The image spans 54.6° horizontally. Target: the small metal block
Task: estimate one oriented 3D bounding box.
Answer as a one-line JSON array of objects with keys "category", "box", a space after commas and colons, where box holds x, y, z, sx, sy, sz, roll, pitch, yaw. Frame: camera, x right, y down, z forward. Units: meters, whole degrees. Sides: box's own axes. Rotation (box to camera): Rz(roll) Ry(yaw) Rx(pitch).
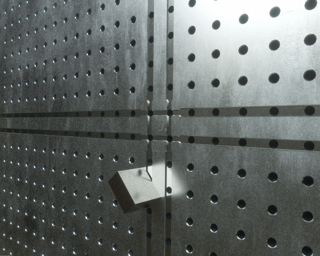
[{"category": "small metal block", "box": [-0.035, 0.084, 0.423, 0.025, 0.050, 0.050, -48, 62, 30]}]
